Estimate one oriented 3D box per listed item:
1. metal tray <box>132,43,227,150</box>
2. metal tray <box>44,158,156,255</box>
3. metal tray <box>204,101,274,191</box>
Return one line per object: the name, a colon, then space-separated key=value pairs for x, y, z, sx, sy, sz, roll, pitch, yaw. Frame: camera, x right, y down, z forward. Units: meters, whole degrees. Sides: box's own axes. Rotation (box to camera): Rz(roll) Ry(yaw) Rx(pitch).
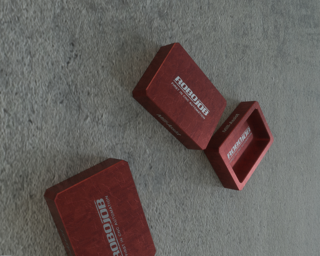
metal tray: x=0.033 y=-0.040 z=0.428 sx=0.130 sy=0.030 sz=0.090 roll=43 pitch=64 yaw=-31
metal tray: x=-0.062 y=0.110 z=0.349 sx=0.091 sy=0.030 sz=0.129 roll=-26 pitch=106 yaw=-37
metal tray: x=0.135 y=0.027 z=0.513 sx=0.131 sy=0.030 sz=0.090 roll=-46 pitch=118 yaw=-30
